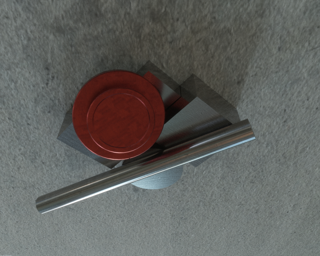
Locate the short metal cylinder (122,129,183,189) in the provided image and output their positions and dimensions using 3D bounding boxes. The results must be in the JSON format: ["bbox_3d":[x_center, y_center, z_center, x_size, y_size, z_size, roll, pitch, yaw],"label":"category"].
[{"bbox_3d":[-0.010,0.039,0.425,0.081,0.050,0.079,0,130,0],"label":"short metal cylinder"}]

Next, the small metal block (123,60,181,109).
[{"bbox_3d":[-0.011,-0.044,0.370,0.050,0.025,0.050,35,122,-27],"label":"small metal block"}]

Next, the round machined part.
[{"bbox_3d":[-0.042,-0.012,0.329,0.099,0.042,0.097,-3,105,-11],"label":"round machined part"}]

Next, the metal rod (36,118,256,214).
[{"bbox_3d":[-0.031,0.054,0.389,0.300,0.025,0.025,-22,127,17],"label":"metal rod"}]

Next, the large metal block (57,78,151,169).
[{"bbox_3d":[-0.066,-0.005,0.385,0.080,0.050,0.080,35,122,-26],"label":"large metal block"}]

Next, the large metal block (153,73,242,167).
[{"bbox_3d":[0.043,-0.007,0.387,0.080,0.050,0.080,34,122,-26],"label":"large metal block"}]
